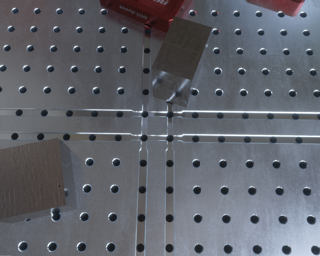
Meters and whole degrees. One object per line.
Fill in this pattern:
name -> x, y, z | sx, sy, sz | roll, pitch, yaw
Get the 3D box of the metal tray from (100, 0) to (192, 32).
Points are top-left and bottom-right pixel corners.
metal tray -> -0.020, -0.214, 0.486 | 0.130, 0.030, 0.090 | 25, 72, 9

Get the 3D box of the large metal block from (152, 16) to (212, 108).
large metal block -> 0.028, -0.085, 0.414 | 0.050, 0.080, 0.080 | 19, 71, 7

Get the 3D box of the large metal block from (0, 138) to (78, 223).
large metal block -> -0.151, 0.064, 0.374 | 0.081, 0.050, 0.080 | -11, 71, -4

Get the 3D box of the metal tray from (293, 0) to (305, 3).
metal tray -> 0.216, -0.277, 0.511 | 0.090, 0.030, 0.130 | 22, 71, 8
